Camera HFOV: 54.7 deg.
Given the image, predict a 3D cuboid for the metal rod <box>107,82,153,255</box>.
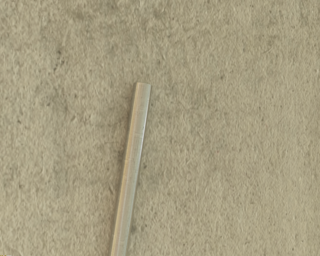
[{"bbox_3d":[-0.043,0.091,0.393,0.025,0.025,0.298,9,87,-20],"label":"metal rod"}]
